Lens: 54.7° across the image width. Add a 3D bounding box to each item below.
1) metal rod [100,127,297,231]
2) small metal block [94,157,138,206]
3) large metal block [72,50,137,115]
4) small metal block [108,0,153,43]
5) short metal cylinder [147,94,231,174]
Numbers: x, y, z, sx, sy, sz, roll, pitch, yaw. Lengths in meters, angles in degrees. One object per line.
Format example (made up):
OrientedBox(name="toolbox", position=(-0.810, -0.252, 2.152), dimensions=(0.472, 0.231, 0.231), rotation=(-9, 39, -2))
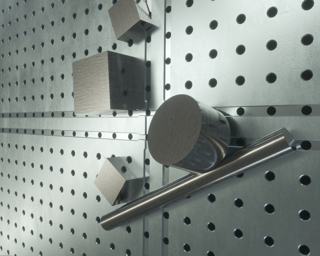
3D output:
OrientedBox(name="metal rod", position=(0.023, 0.077, 0.388), dimensions=(0.299, 0.025, 0.025), rotation=(-33, 70, 34))
OrientedBox(name="small metal block", position=(-0.066, 0.079, 0.462), dimensions=(0.050, 0.025, 0.050), rotation=(43, 115, 31))
OrientedBox(name="large metal block", position=(-0.083, -0.062, 0.459), dimensions=(0.080, 0.050, 0.080), rotation=(-5, 87, 39))
OrientedBox(name="small metal block", position=(-0.043, -0.159, 0.443), dimensions=(0.050, 0.025, 0.050), rotation=(-28, 73, 36))
OrientedBox(name="short metal cylinder", position=(0.032, 0.008, 0.351), dimensions=(0.080, 0.050, 0.080), rotation=(-22, 57, 41))
